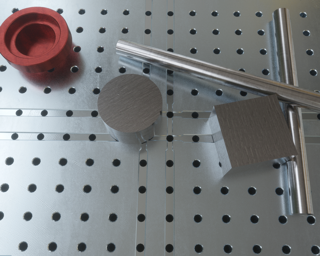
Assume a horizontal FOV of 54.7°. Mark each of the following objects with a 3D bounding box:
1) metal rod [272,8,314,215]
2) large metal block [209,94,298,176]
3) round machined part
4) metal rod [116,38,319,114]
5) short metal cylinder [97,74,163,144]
[{"bbox_3d":[0.179,-0.036,0.425,0.025,0.025,0.299,3,70,1],"label":"metal rod"},{"bbox_3d":[0.114,0.010,0.395,0.081,0.050,0.080,-11,70,-4],"label":"large metal block"},{"bbox_3d":[-0.175,-0.121,0.446,0.099,0.042,0.098,0,70,0],"label":"round machined part"},{"bbox_3d":[0.080,-0.073,0.422,0.301,0.025,0.025,19,71,13],"label":"metal rod"},{"bbox_3d":[-0.037,-0.024,0.407,0.081,0.050,0.080,0,70,0],"label":"short metal cylinder"}]
